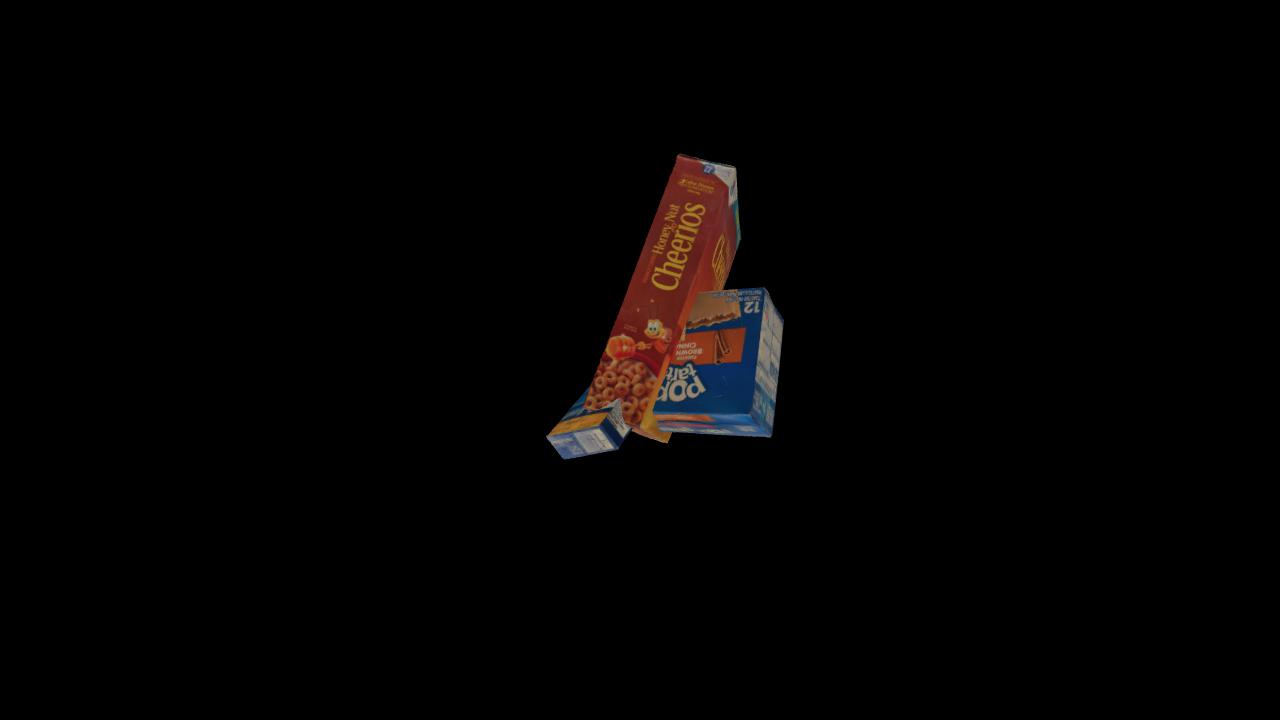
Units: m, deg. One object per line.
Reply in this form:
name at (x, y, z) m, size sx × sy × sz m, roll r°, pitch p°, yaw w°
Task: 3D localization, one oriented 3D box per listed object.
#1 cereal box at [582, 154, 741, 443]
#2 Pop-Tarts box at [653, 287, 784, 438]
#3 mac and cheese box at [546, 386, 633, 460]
cereal box at (0.040, -0.060, 0.742) m, size 0.081 × 0.306 × 0.203 m, roll 19°, pitch -8°, yaw 13°
Pop-Tarts box at (0.062, 0.004, 0.677) m, size 0.167 × 0.141 × 0.083 m, roll -1°, pitch -22°, yaw 30°
mac and cheese box at (-0.018, 0.032, 0.696) m, size 0.093 × 0.041 × 0.184 m, roll -19°, pitch 24°, yaw 44°
